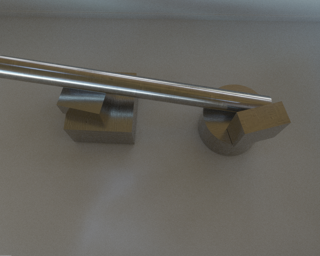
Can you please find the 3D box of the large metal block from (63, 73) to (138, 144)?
[{"bbox_3d":[-0.072,-0.026,0.402,0.081,0.050,0.080,3,70,0],"label":"large metal block"}]

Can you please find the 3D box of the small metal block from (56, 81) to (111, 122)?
[{"bbox_3d":[-0.087,-0.039,0.368,0.050,0.025,0.050,12,70,4],"label":"small metal block"}]

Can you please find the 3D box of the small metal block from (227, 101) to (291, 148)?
[{"bbox_3d":[0.107,-0.003,0.343,0.050,0.050,0.025,-14,71,-5],"label":"small metal block"}]

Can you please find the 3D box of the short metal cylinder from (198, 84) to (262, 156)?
[{"bbox_3d":[0.093,-0.009,0.399,0.081,0.050,0.080,0,70,0],"label":"short metal cylinder"}]

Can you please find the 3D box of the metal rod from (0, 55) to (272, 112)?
[{"bbox_3d":[-0.023,-0.046,0.350,0.302,0.025,0.025,8,70,-6],"label":"metal rod"}]
